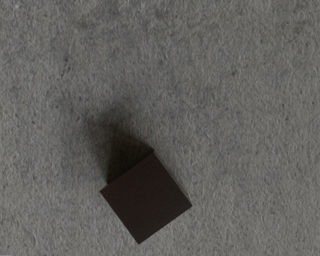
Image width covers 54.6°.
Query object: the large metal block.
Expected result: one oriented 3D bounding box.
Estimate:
[{"bbox_3d":[-0.017,0.085,0.397,0.080,0.050,0.080,-36,90,0],"label":"large metal block"}]
